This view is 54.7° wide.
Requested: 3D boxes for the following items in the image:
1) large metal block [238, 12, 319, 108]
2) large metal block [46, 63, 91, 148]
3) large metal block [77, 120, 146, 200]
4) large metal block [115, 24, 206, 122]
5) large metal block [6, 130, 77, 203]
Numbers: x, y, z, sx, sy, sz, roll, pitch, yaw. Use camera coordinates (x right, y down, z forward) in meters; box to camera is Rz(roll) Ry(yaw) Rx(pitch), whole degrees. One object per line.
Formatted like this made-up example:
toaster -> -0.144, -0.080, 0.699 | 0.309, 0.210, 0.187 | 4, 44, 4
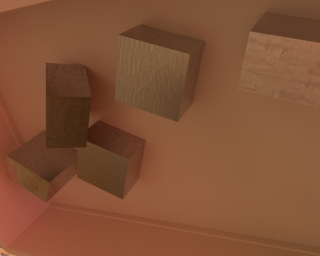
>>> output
large metal block -> 0.121, -0.062, 0.271 | 0.080, 0.080, 0.050 | 16, 125, 18
large metal block -> -0.124, -0.030, 0.409 | 0.050, 0.080, 0.079 | 0, 129, -20
large metal block -> -0.073, 0.046, 0.458 | 0.080, 0.050, 0.079 | 22, 127, 14
large metal block -> -0.002, -0.064, 0.353 | 0.080, 0.050, 0.079 | 20, 126, 16
large metal block -> -0.188, 0.060, 0.507 | 0.080, 0.080, 0.050 | 30, 128, 9
